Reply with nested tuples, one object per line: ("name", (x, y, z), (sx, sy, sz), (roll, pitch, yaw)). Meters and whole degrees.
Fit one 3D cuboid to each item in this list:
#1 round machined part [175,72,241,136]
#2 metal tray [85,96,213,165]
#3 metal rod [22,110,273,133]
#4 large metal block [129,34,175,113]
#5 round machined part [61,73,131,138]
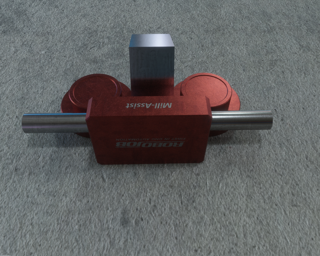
("round machined part", (0.061, -0.039, 0.426), (0.099, 0.042, 0.098), (0, 50, 0))
("metal tray", (-0.012, 0.005, 0.358), (0.131, 0.089, 0.030), (-1, 50, -1))
("metal rod", (-0.014, -0.008, 0.385), (0.302, 0.025, 0.025), (-1, 50, -1))
("large metal block", (-0.010, -0.072, 0.394), (0.050, 0.079, 0.080), (-1, 27, -2))
("round machined part", (-0.085, -0.037, 0.421), (0.099, 0.042, 0.098), (0, 50, 0))
